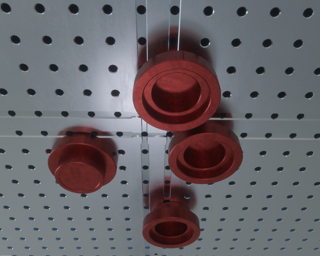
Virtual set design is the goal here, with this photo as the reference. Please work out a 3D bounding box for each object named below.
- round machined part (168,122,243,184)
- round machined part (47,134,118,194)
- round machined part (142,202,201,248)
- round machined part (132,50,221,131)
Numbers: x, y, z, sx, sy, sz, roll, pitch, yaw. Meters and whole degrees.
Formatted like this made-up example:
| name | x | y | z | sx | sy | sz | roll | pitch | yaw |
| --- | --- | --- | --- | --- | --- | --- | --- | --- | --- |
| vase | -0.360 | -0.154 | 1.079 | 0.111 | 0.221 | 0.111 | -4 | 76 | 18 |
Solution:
| name | x | y | z | sx | sy | sz | roll | pitch | yaw |
| --- | --- | --- | --- | --- | --- | --- | --- | --- | --- |
| round machined part | 0.060 | 0.030 | 0.426 | 0.099 | 0.042 | 0.097 | 0 | 130 | 0 |
| round machined part | -0.113 | 0.058 | 0.449 | 0.099 | 0.042 | 0.097 | 0 | 130 | 0 |
| round machined part | 0.020 | 0.166 | 0.542 | 0.099 | 0.042 | 0.097 | 0 | 130 | 0 |
| round machined part | 0.019 | -0.046 | 0.361 | 0.099 | 0.042 | 0.097 | 0 | 130 | 0 |
